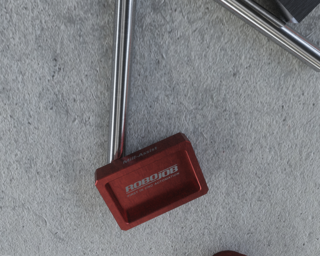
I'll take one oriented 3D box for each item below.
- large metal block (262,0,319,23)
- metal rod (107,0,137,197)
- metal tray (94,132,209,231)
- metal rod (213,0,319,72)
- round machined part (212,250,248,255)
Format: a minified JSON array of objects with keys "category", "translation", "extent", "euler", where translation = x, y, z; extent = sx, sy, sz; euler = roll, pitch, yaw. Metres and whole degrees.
[{"category":"large metal block","translation":[0.146,-0.173,0.335],"extent":[0.080,0.050,0.080],"euler":[40,105,-14]},{"category":"metal rod","translation":[-0.050,-0.045,0.392],"extent":[0.025,0.025,0.298],"euler":[5,110,-3]},{"category":"metal tray","translation":[-0.010,0.072,0.416],"extent":[0.131,0.030,0.090],"euler":[-24,114,-3]},{"category":"metal rod","translation":[0.074,-0.153,0.354],"extent":[0.301,0.025,0.025],"euler":[30,107,-11]},{"category":"round machined part","translation":[0.109,0.235,0.489],"extent":[0.099,0.042,0.097],"euler":[0,110,-1]}]
